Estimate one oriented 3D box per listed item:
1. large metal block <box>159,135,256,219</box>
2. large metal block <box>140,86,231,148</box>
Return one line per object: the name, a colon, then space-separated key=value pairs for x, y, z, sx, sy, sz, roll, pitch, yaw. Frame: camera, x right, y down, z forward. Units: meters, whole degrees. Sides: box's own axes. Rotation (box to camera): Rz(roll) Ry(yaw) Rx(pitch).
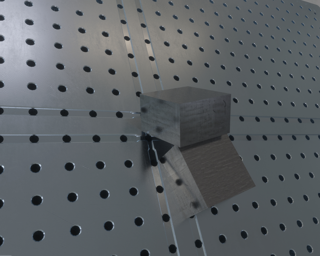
large metal block: x=0.058 y=0.056 z=0.388 sx=0.081 sy=0.050 sz=0.080 roll=-13 pitch=69 yaw=-33
large metal block: x=0.031 y=-0.019 z=0.392 sx=0.081 sy=0.080 sz=0.050 roll=-14 pitch=111 yaw=-34
